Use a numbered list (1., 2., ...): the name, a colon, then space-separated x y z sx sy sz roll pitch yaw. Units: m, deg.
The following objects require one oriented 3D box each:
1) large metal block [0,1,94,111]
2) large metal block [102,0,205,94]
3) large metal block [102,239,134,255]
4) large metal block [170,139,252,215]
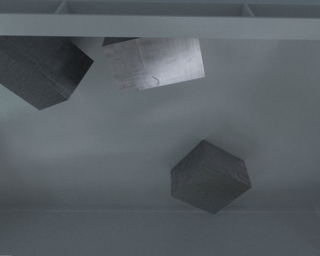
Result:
1. large metal block: -0.128 -0.066 0.312 0.080 0.050 0.080 40 152 -29
2. large metal block: -0.004 -0.083 0.302 0.080 0.080 0.050 -10 129 8
3. large metal block: -0.089 0.282 0.615 0.050 0.080 0.079 15 128 -13
4. large metal block: 0.072 0.074 0.456 0.080 0.050 0.080 27 125 -22
